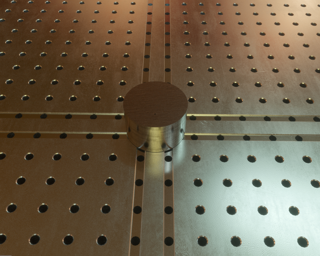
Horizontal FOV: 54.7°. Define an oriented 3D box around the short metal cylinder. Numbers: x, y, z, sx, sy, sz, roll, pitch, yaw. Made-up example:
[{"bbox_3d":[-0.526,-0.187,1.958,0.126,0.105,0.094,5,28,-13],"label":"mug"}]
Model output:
[{"bbox_3d":[-0.006,-0.015,0.404,0.081,0.050,0.080,0,50,0],"label":"short metal cylinder"}]
